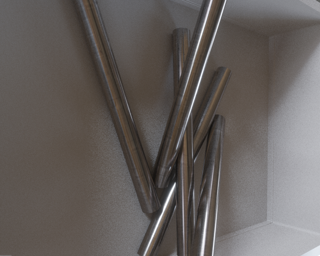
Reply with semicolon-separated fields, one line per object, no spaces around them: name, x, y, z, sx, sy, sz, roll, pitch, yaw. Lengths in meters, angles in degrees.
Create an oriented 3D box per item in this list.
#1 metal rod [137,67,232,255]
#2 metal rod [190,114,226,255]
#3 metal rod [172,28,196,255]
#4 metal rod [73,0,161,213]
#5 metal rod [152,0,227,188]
metal rod;0.043;0.037;0.444;0.025;0.025;0.300;39;66;-34
metal rod;0.060;0.087;0.379;0.025;0.025;0.301;52;35;-28
metal rod;0.032;0.013;0.413;0.025;0.025;0.298;6;79;-40
metal rod;-0.052;-0.036;0.364;0.025;0.025;0.298;-27;107;-37
metal rod;0.037;-0.062;0.359;0.025;0.025;0.298;-2;117;-40
